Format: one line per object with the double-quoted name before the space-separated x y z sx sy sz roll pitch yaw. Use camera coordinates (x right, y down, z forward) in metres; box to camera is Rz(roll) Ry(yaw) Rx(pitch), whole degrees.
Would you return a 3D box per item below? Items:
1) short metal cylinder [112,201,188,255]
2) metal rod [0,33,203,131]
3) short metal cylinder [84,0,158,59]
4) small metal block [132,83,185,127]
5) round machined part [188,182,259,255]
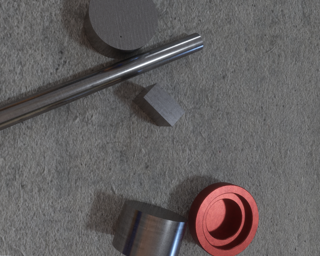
"short metal cylinder" -0.012 0.125 0.376 0.081 0.080 0.050 19 84 -19
"metal rod" -0.077 -0.058 0.380 0.302 0.025 0.025 -25 99 -18
"short metal cylinder" -0.049 -0.129 0.377 0.081 0.050 0.079 0 90 -20
"small metal block" -0.003 -0.028 0.395 0.050 0.050 0.025 45 76 -15
"round machined part" 0.084 0.124 0.431 0.099 0.042 0.097 0 90 -20
